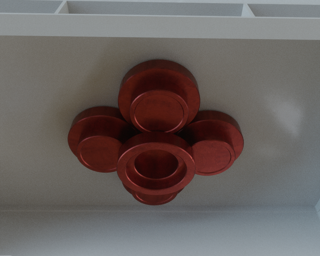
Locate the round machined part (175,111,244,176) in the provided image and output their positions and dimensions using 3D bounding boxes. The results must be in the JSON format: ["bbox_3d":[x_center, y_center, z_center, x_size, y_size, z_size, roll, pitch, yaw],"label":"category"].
[{"bbox_3d":[0.064,0.027,0.419,0.099,0.042,0.097,0,130,0],"label":"round machined part"}]

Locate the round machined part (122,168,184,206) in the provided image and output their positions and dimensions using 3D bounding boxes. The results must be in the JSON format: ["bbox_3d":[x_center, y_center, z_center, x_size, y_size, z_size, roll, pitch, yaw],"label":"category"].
[{"bbox_3d":[-0.008,0.078,0.461,0.099,0.042,0.097,-1,129,-1],"label":"round machined part"}]

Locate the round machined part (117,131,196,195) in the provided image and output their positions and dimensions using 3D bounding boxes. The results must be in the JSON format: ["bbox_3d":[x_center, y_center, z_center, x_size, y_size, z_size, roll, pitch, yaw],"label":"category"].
[{"bbox_3d":[-0.005,0.040,0.402,0.099,0.042,0.097,0,130,0],"label":"round machined part"}]

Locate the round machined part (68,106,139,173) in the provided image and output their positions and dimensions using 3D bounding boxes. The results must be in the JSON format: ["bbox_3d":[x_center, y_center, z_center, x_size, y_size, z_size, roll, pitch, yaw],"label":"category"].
[{"bbox_3d":[-0.073,0.022,0.413,0.099,0.042,0.097,0,130,0],"label":"round machined part"}]

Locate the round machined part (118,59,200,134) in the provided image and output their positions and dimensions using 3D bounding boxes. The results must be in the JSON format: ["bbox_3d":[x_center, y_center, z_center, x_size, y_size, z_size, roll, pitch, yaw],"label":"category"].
[{"bbox_3d":[-0.001,-0.028,0.370,0.099,0.042,0.097,0,130,0],"label":"round machined part"}]
